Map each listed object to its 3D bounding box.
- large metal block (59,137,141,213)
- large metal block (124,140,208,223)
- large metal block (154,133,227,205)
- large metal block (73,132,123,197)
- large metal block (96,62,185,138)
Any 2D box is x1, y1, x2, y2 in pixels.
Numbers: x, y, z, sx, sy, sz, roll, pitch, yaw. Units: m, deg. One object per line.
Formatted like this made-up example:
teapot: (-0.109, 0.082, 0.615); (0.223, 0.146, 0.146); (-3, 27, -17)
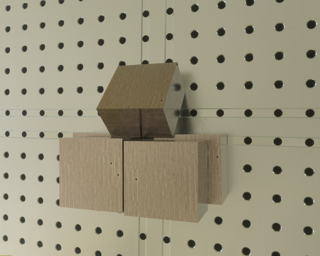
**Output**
large metal block: (-0.069, 0.051, 0.366); (0.080, 0.050, 0.079); (0, 90, 19)
large metal block: (0.008, 0.053, 0.341); (0.080, 0.050, 0.079); (0, 90, 19)
large metal block: (0.040, 0.047, 0.384); (0.080, 0.050, 0.079); (-1, 90, 19)
large metal block: (-0.071, 0.047, 0.424); (0.080, 0.050, 0.079); (2, 91, 19)
large metal block: (-0.020, -0.035, 0.384); (0.080, 0.050, 0.080); (1, 48, 19)
